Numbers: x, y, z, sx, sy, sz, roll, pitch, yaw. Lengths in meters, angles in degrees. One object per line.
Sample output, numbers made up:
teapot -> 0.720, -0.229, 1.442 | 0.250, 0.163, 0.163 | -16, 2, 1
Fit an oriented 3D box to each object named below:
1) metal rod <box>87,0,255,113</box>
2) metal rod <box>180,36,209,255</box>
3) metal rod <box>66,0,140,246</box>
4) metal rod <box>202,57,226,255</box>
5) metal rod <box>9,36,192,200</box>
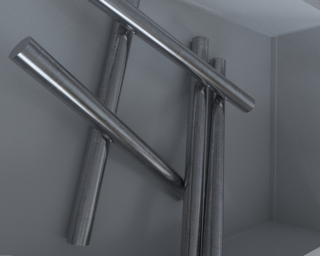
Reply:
metal rod -> 0.018, -0.095, 0.381 | 0.301, 0.025, 0.025 | 29, 72, -32
metal rod -> 0.048, 0.015, 0.418 | 0.025, 0.025, 0.299 | 17, 71, -39
metal rod -> -0.061, -0.022, 0.354 | 0.025, 0.025, 0.299 | 17, 79, -39
metal rod -> 0.075, 0.034, 0.424 | 0.025, 0.025, 0.299 | 25, 61, -37
metal rod -> -0.034, 0.016, 0.348 | 0.300, 0.025, 0.025 | 46, 62, -40
